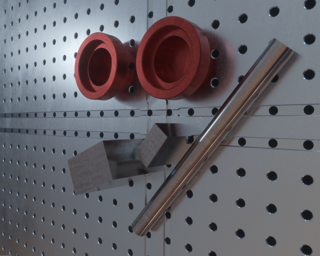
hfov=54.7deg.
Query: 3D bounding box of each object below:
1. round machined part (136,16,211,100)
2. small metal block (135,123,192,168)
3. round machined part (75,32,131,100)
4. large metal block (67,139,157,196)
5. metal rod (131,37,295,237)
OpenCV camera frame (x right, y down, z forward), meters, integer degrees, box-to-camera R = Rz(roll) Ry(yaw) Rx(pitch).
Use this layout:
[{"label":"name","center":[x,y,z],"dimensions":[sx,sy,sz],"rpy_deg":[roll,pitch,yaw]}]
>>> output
[{"label":"round machined part","center":[0.020,-0.083,0.382],"dimensions":[0.098,0.042,0.097],"rpy_deg":[0,90,40]},{"label":"small metal block","center":[0.005,0.021,0.389],"dimensions":[0.025,0.050,0.050],"rpy_deg":[48,118,29]},{"label":"round machined part","center":[-0.082,-0.090,0.466],"dimensions":[0.098,0.042,0.097],"rpy_deg":[0,90,40]},{"label":"large metal block","center":[-0.066,0.053,0.428],"dimensions":[0.080,0.081,0.050],"rpy_deg":[-27,73,37]},{"label":"metal rod","center":[0.047,0.029,0.370],"dimensions":[0.025,0.025,0.298],"rpy_deg":[49,119,29]}]
